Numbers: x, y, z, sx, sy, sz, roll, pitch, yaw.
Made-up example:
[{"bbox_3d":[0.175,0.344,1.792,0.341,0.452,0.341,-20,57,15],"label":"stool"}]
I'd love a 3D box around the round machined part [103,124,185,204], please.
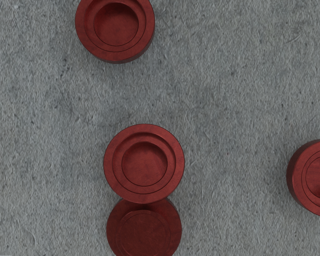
[{"bbox_3d":[-0.019,0.047,0.393,0.099,0.042,0.098,0,73,0],"label":"round machined part"}]

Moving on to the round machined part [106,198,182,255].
[{"bbox_3d":[-0.021,0.133,0.401,0.099,0.042,0.097,0,90,0],"label":"round machined part"}]

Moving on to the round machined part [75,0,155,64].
[{"bbox_3d":[-0.055,-0.131,0.401,0.099,0.042,0.097,0,90,0],"label":"round machined part"}]

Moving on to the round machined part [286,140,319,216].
[{"bbox_3d":[0.213,0.063,0.403,0.099,0.042,0.097,0,90,0],"label":"round machined part"}]
